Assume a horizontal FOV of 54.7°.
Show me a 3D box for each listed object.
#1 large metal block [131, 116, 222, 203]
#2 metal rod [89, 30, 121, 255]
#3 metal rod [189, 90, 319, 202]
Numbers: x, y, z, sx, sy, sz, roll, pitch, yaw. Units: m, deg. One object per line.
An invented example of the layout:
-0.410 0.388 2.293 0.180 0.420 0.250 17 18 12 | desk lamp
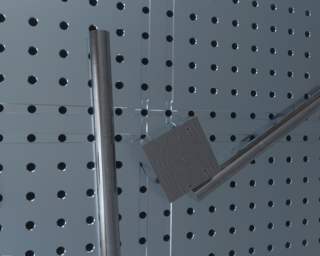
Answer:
0.021 0.038 0.407 0.080 0.050 0.080 -28 100 -18 | large metal block
-0.068 0.031 0.387 0.025 0.025 0.298 -3 91 -20 | metal rod
0.167 0.015 0.473 0.302 0.025 0.025 -33 101 -17 | metal rod
